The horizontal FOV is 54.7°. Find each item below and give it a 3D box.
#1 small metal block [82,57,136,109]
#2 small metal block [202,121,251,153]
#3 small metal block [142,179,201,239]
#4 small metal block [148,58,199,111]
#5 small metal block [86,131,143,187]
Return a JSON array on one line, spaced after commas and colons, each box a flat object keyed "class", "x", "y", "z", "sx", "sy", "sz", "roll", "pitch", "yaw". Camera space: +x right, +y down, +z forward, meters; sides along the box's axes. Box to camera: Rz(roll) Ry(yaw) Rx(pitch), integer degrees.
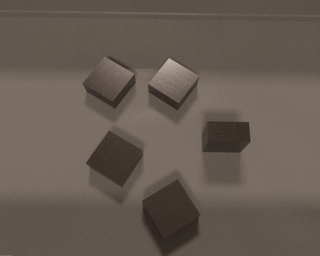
[{"class": "small metal block", "x": -0.070, "y": -0.063, "z": 0.432, "sx": 0.050, "sy": 0.025, "sz": 0.050, "roll": 32, "pitch": 73, "yaw": 10}, {"class": "small metal block", "x": 0.082, "y": 0.012, "z": 0.393, "sx": 0.050, "sy": 0.050, "sz": 0.025, "roll": 1, "pitch": 70, "yaw": 0}, {"class": "small metal block", "x": 0.013, "y": 0.098, "z": 0.374, "sx": 0.050, "sy": 0.025, "sz": 0.050, "roll": -30, "pitch": 73, "yaw": -11}, {"class": "small metal block", "x": 0.019, "y": -0.061, "z": 0.432, "sx": 0.050, "sy": 0.025, "sz": 0.050, "roll": 34, "pitch": 73, "yaw": 11}, {"class": "small metal block", "x": -0.057, "y": 0.040, "z": 0.394, "sx": 0.050, "sy": 0.025, "sz": 0.050, "roll": 30, "pitch": 72, "yaw": 10}]
